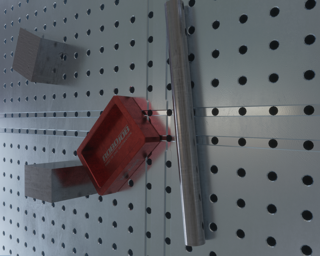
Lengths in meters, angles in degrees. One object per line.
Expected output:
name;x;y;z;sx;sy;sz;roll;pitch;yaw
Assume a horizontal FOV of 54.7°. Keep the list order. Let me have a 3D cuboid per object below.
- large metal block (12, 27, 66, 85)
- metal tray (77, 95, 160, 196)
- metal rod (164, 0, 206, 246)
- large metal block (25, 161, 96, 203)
large metal block;-0.229;-0.135;0.582;0.080;0.050;0.079;31;109;36
metal tray;-0.067;0.027;0.461;0.129;0.030;0.090;-50;61;28
metal rod;0.030;-0.010;0.384;0.025;0.025;0.298;-8;85;40
large metal block;-0.164;0.085;0.509;0.080;0.081;0.050;0;90;40
